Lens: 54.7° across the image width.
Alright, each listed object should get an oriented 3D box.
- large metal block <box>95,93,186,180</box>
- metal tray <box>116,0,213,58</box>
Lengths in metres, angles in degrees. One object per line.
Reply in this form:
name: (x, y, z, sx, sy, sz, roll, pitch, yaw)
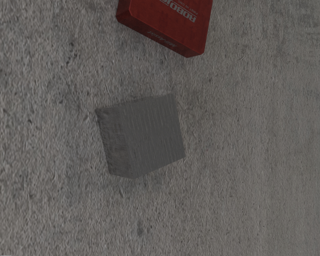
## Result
large metal block: (-0.022, 0.007, 0.370, 0.081, 0.050, 0.079, -18, 102, -39)
metal tray: (0.011, -0.159, 0.410, 0.131, 0.030, 0.090, 17, 79, -39)
